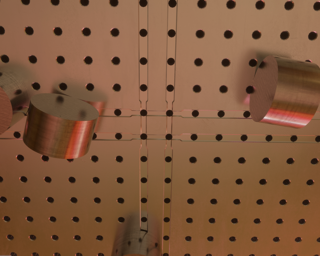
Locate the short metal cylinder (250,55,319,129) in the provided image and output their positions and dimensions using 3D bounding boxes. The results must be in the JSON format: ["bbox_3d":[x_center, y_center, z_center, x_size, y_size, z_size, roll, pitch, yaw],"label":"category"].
[{"bbox_3d":[0.147,-0.042,0.370,0.050,0.080,0.079,9,110,-4],"label":"short metal cylinder"}]

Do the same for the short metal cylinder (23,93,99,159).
[{"bbox_3d":[-0.121,-0.004,0.381,0.080,0.080,0.050,18,109,-7],"label":"short metal cylinder"}]

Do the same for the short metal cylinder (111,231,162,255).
[{"bbox_3d":[-0.036,0.207,0.476,0.081,0.050,0.079,0,110,0],"label":"short metal cylinder"}]

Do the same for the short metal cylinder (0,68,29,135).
[{"bbox_3d":[-0.214,-0.032,0.386,0.081,0.050,0.079,0,110,0],"label":"short metal cylinder"}]
